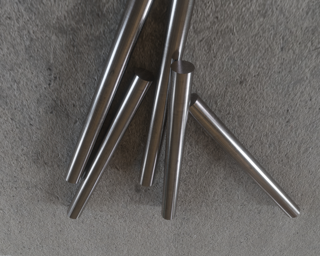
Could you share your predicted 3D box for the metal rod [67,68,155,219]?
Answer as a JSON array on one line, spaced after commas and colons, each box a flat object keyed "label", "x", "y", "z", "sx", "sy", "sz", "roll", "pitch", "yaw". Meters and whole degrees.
[{"label": "metal rod", "x": -0.082, "y": 0.042, "z": 0.441, "sx": 0.025, "sy": 0.025, "sz": 0.298, "roll": 20, "pitch": 127, "yaw": -16}]

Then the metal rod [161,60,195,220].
[{"label": "metal rod", "x": 0.019, "y": 0.042, "z": 0.427, "sx": 0.025, "sy": 0.025, "sz": 0.298, "roll": 1, "pitch": 135, "yaw": -1}]

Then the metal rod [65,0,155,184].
[{"label": "metal rod", "x": -0.072, "y": -0.030, "z": 0.380, "sx": 0.025, "sy": 0.025, "sz": 0.298, "roll": 18, "pitch": 128, "yaw": -15}]

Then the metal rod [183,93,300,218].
[{"label": "metal rod", "x": 0.132, "y": 0.055, "z": 0.454, "sx": 0.025, "sy": 0.025, "sz": 0.300, "roll": -32, "pitch": 123, "yaw": 24}]

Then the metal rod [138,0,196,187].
[{"label": "metal rod", "x": 0.003, "y": -0.032, "z": 0.379, "sx": 0.025, "sy": 0.025, "sz": 0.298, "roll": 7, "pitch": 130, "yaw": -6}]
